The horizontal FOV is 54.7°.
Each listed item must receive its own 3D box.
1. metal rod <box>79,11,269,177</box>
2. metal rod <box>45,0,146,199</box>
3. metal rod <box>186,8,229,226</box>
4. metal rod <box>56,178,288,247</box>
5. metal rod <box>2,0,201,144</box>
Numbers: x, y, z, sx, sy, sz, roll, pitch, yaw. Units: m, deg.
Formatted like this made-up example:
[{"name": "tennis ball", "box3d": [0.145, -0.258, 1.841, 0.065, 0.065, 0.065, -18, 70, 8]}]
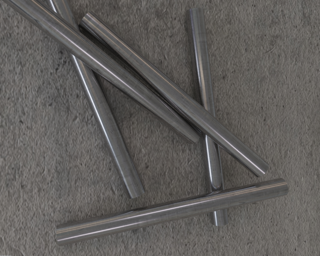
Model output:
[{"name": "metal rod", "box3d": [0.024, -0.037, 0.398, 0.300, 0.025, 0.025, 40, 77, -9]}, {"name": "metal rod", "box3d": [-0.083, -0.053, 0.377, 0.025, 0.025, 0.299, -24, 98, -18]}, {"name": "metal rod", "box3d": [0.067, -0.013, 0.433, 0.025, 0.025, 0.298, -8, 93, -20]}, {"name": "metal rod", "box3d": [0.026, 0.104, 0.399, 0.302, 0.025, 0.025, -9, 93, -13]}, {"name": "metal rod", "box3d": [-0.061, -0.070, 0.363, 0.301, 0.025, 0.025, 37, 78, -25]}]
